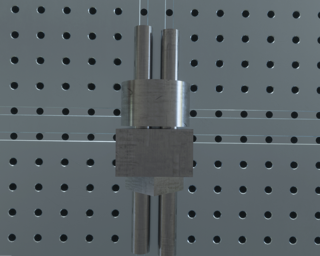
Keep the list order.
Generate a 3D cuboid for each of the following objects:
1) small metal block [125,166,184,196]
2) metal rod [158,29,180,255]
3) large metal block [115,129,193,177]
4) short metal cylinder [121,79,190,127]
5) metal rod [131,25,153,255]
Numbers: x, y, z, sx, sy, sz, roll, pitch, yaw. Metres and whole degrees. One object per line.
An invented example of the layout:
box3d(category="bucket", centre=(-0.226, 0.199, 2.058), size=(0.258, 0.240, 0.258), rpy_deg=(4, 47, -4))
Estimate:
box3d(category="small metal block", centre=(-0.007, 0.063, 0.378), size=(0.050, 0.050, 0.025), rpy_deg=(1, 90, -45))
box3d(category="metal rod", centre=(0.012, 0.020, 0.415), size=(0.025, 0.025, 0.298), rpy_deg=(1, 90, -1))
box3d(category="large metal block", centre=(-0.006, 0.026, 0.361), size=(0.081, 0.080, 0.050), rpy_deg=(0, 90, -1))
box3d(category="short metal cylinder", centre=(-0.005, -0.027, 0.365), size=(0.081, 0.080, 0.050), rpy_deg=(1, 90, -1))
box3d(category="metal rod", centre=(-0.024, 0.015, 0.414), size=(0.025, 0.025, 0.298), rpy_deg=(1, 90, -1))
